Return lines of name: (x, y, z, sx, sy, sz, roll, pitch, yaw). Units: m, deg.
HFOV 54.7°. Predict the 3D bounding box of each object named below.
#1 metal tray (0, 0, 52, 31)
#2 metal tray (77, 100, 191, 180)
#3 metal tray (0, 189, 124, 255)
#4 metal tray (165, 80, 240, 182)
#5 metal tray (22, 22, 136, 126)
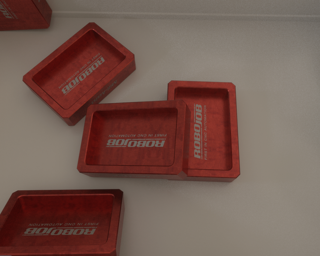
metal tray: (-0.215, -0.184, 0.414, 0.091, 0.130, 0.030, -1, 70, 5)
metal tray: (-0.031, 0.015, 0.380, 0.130, 0.030, 0.090, -1, 70, 17)
metal tray: (-0.108, 0.109, 0.339, 0.131, 0.030, 0.090, -1, 31, -1)
metal tray: (0.053, 0.003, 0.406, 0.091, 0.030, 0.130, 2, 70, 0)
metal tray: (-0.109, -0.078, 0.433, 0.090, 0.030, 0.130, 41, 75, 13)
